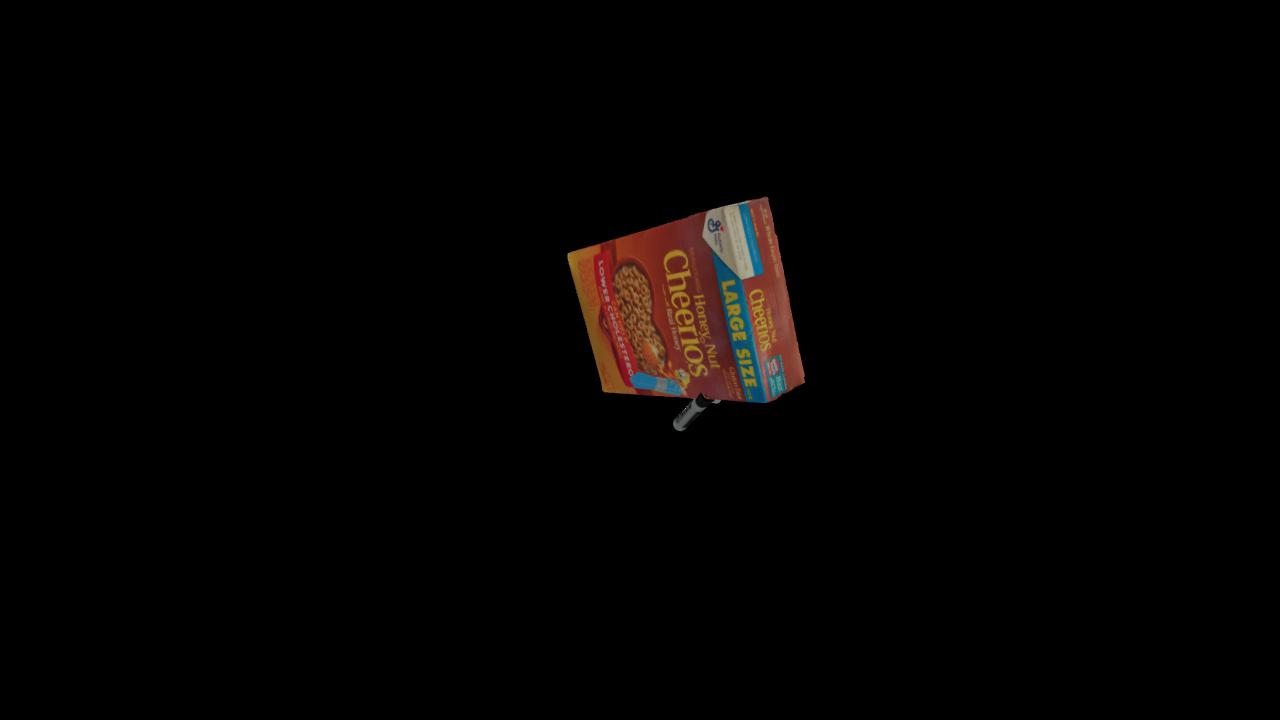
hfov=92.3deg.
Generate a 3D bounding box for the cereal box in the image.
[{"bbox_3d":[0.040,-0.060,0.736,0.081,0.203,0.306,-21,12,-34],"label":"cereal box"}]

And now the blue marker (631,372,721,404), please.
[{"bbox_3d":[0.043,0.033,0.722,0.121,0.020,0.020,12,-6,-28],"label":"blue marker"}]

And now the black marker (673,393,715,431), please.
[{"bbox_3d":[0.064,0.060,0.738,0.020,0.020,0.121,0,-22,-14],"label":"black marker"}]
